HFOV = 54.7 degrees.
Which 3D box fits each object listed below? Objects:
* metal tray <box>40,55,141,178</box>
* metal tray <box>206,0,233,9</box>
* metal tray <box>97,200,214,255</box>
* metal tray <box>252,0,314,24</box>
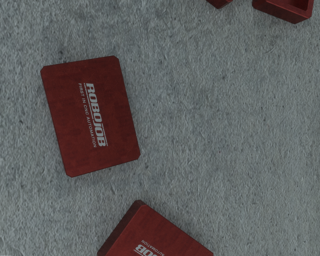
[{"bbox_3d":[-0.083,-0.015,0.376,0.091,0.030,0.129,-14,95,-20],"label":"metal tray"},{"bbox_3d":[0.085,-0.249,0.436,0.090,0.030,0.130,30,80,-18],"label":"metal tray"},{"bbox_3d":[-0.004,0.167,0.405,0.130,0.030,0.090,40,77,-16],"label":"metal tray"},{"bbox_3d":[0.198,-0.239,0.478,0.091,0.030,0.129,12,86,-20],"label":"metal tray"}]
